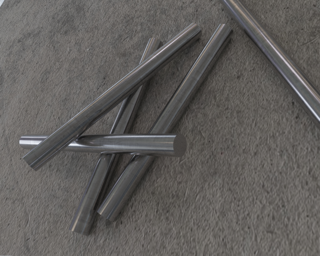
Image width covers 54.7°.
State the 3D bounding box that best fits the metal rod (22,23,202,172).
[{"bbox_3d":[-0.054,-0.051,0.426,0.301,0.025,0.025,-42,50,-16],"label":"metal rod"}]

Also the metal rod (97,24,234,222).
[{"bbox_3d":[0.014,-0.016,0.406,0.025,0.025,0.300,23,74,36],"label":"metal rod"}]

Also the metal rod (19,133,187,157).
[{"bbox_3d":[-0.098,0.020,0.414,0.300,0.025,0.025,-1,61,37],"label":"metal rod"}]

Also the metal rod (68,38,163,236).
[{"bbox_3d":[-0.053,-0.003,0.433,0.025,0.025,0.300,6,64,31],"label":"metal rod"}]

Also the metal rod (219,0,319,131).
[{"bbox_3d":[0.142,-0.090,0.384,0.025,0.025,0.299,-28,52,10],"label":"metal rod"}]
